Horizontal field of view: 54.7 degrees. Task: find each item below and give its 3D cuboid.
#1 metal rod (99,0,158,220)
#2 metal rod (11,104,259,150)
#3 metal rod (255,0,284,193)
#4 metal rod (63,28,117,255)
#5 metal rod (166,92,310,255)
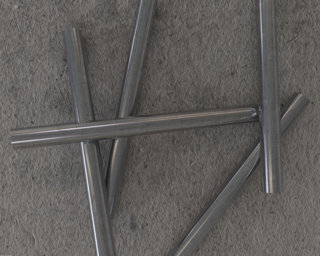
[{"bbox_3d":[-0.043,-0.029,0.409,0.025,0.025,0.298,11,90,0],"label":"metal rod"},{"bbox_3d":[-0.019,-0.004,0.382,0.302,0.025,0.025,-6,90,-11],"label":"metal rod"},{"bbox_3d":[0.138,-0.070,0.394,0.025,0.025,0.298,0,84,0],"label":"metal rod"},{"bbox_3d":[-0.090,0.020,0.393,0.025,0.025,0.298,-10,84,0],"label":"metal rod"},{"bbox_3d":[0.096,0.078,0.410,0.025,0.025,0.300,38,90,0],"label":"metal rod"}]
